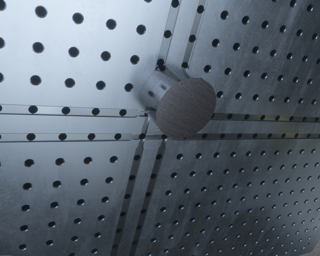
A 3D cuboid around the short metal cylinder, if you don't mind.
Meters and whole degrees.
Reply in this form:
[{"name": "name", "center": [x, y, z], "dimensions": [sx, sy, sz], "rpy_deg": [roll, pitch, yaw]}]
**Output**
[{"name": "short metal cylinder", "center": [0.022, -0.033, 0.386], "dimensions": [0.081, 0.050, 0.080], "rpy_deg": [-14, 124, -21]}]
